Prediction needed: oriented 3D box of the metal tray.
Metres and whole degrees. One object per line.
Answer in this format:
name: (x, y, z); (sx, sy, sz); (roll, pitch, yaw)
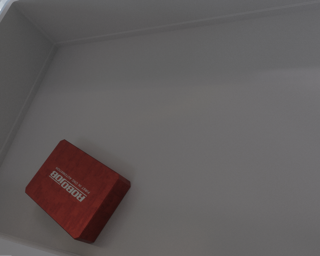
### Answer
metal tray: (-0.113, 0.079, 0.414); (0.130, 0.030, 0.090); (24, 75, 36)
